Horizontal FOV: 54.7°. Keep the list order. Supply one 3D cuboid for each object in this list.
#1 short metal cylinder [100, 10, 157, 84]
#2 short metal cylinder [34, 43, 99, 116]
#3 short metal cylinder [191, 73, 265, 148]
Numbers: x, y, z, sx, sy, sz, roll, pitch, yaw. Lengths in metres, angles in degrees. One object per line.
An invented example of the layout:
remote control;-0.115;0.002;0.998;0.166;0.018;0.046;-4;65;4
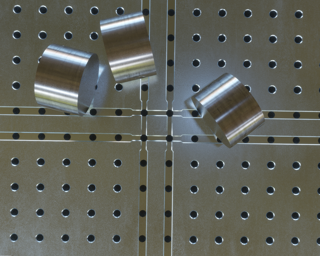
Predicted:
short metal cylinder;-0.038;-0.100;0.385;0.050;0.080;0.080;-14;90;0
short metal cylinder;-0.113;-0.059;0.385;0.050;0.080;0.080;14;90;0
short metal cylinder;0.084;-0.021;0.386;0.050;0.080;0.080;-36;90;0
